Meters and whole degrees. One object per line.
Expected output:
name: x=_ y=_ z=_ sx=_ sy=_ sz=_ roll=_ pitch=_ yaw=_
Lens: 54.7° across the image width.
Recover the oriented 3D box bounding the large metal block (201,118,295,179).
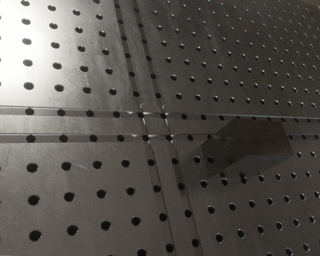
large metal block: x=0.115 y=0.030 z=0.419 sx=0.081 sy=0.080 sz=0.050 roll=3 pitch=61 yaw=-27
